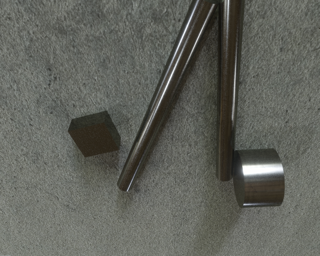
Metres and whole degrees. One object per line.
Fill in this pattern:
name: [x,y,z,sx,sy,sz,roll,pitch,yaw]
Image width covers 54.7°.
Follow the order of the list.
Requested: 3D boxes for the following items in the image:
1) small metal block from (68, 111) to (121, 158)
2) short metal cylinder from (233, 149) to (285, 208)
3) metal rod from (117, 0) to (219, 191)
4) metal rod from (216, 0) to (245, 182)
small metal block: [-0.086,0.009,0.414,0.050,0.025,0.050,-13,129,10]
short metal cylinder: [0.134,0.069,0.432,0.050,0.080,0.080,-3,130,2]
metal rod: [-0.004,-0.019,0.391,0.025,0.025,0.298,15,129,-13]
metal rod: [0.081,-0.042,0.372,0.025,0.025,0.298,-5,130,4]
